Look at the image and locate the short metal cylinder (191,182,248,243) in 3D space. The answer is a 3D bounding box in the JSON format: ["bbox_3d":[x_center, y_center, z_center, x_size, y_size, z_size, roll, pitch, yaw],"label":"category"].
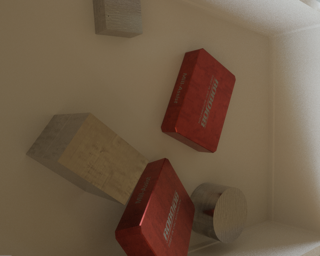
[{"bbox_3d":[0.087,0.126,0.466,0.081,0.050,0.079,0,90,-40],"label":"short metal cylinder"}]

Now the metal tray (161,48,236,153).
[{"bbox_3d":[0.060,-0.038,0.456,0.090,0.030,0.130,29,72,-37],"label":"metal tray"}]

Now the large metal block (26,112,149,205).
[{"bbox_3d":[-0.073,0.030,0.311,0.080,0.080,0.050,43,64,-32],"label":"large metal block"}]

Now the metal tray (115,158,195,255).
[{"bbox_3d":[0.002,0.106,0.362,0.090,0.030,0.130,61,24,-18],"label":"metal tray"}]

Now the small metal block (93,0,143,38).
[{"bbox_3d":[-0.050,-0.136,0.366,0.050,0.025,0.050,-7,95,-40],"label":"small metal block"}]
